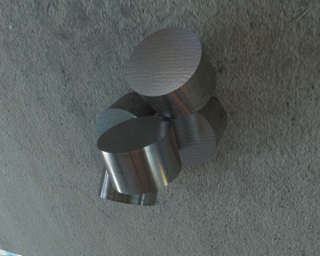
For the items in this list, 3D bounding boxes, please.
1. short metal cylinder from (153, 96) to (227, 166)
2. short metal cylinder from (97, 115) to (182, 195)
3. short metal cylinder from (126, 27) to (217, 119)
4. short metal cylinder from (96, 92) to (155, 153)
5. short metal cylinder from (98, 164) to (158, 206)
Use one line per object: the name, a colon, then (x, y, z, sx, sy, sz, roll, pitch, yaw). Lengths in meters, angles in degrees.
short metal cylinder: (0.035, -0.001, 0.371, 0.080, 0.050, 0.079, 13, 124, 20)
short metal cylinder: (-0.021, 0.027, 0.334, 0.080, 0.080, 0.050, -1, 118, 28)
short metal cylinder: (0.013, -0.056, 0.321, 0.080, 0.080, 0.050, 1, 157, 27)
short metal cylinder: (-0.037, -0.001, 0.409, 0.080, 0.050, 0.079, 13, 124, 20)
short metal cylinder: (-0.041, 0.074, 0.430, 0.080, 0.080, 0.050, 7, 83, 24)
